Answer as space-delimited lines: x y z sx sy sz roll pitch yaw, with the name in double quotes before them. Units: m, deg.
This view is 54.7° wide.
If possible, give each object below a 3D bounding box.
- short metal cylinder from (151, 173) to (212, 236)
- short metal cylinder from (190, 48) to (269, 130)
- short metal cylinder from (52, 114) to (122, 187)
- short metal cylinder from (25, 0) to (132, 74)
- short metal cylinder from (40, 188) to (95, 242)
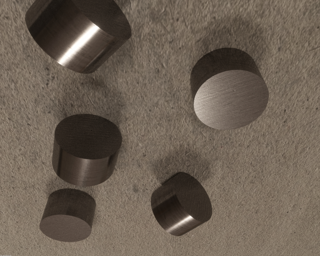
"short metal cylinder" 0.033 0.115 0.470 0.080 0.080 0.050 34 122 -26
"short metal cylinder" 0.077 -0.044 0.355 0.081 0.050 0.079 0 130 0
"short metal cylinder" -0.093 0.027 0.393 0.081 0.080 0.050 12 129 -11
"short metal cylinder" -0.073 -0.098 0.287 0.050 0.080 0.080 -37 122 26
"short metal cylinder" -0.150 0.145 0.512 0.081 0.050 0.079 0 130 0
